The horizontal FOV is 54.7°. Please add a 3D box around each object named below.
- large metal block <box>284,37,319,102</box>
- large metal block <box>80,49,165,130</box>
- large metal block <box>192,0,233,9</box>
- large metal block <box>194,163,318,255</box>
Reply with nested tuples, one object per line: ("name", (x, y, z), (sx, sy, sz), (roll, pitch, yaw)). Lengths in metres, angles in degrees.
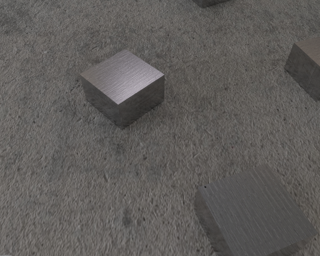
("large metal block", (0.252, -0.094, 0.467), (0.081, 0.050, 0.080), (-15, 52, -13))
("large metal block", (-0.051, -0.056, 0.434), (0.080, 0.050, 0.080), (-37, 59, -27))
("large metal block", (0.101, -0.297, 0.637), (0.081, 0.050, 0.080), (-22, 53, -17))
("large metal block", (0.089, 0.092, 0.310), (0.081, 0.050, 0.080), (-16, 52, -13))
